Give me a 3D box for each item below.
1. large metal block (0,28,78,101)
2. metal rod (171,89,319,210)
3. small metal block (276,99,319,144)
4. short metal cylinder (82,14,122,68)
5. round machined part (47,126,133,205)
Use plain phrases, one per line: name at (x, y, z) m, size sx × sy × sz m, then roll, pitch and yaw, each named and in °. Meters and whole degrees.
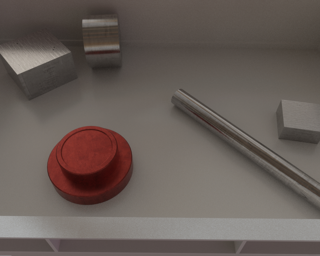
large metal block at (-0.185, -0.099, 0.469) m, size 0.081 × 0.050 × 0.080 m, roll -32°, pitch 57°, yaw -24°
metal rod at (0.129, 0.038, 0.374) m, size 0.025 × 0.025 × 0.300 m, roll -36°, pitch 59°, yaw -27°
small metal block at (0.187, -0.009, 0.415) m, size 0.050 × 0.025 × 0.050 m, roll 8°, pitch 50°, yaw 6°
short metal cylinder at (-0.088, -0.135, 0.482) m, size 0.050 × 0.080 × 0.080 m, roll -4°, pitch 50°, yaw -4°
round machined part at (-0.082, 0.036, 0.363) m, size 0.099 × 0.042 × 0.098 m, roll 0°, pitch 50°, yaw 0°
